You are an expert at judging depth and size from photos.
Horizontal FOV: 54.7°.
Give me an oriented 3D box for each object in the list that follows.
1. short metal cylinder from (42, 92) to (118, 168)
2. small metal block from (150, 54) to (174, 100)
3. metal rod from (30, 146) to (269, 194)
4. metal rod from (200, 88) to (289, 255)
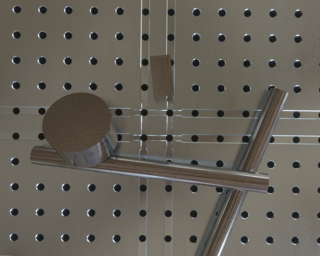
[{"bbox_3d":[-0.096,0.003,0.384,0.080,0.050,0.080,-1,62,1],"label":"short metal cylinder"},{"bbox_3d":[0.003,-0.064,0.401,0.025,0.050,0.050,-5,90,0],"label":"small metal block"},{"bbox_3d":[-0.017,0.052,0.399,0.302,0.025,0.025,6,90,5],"label":"metal rod"},{"bbox_3d":[0.102,0.089,0.414,0.025,0.025,0.299,23,90,0],"label":"metal rod"}]
